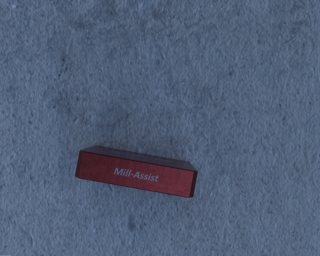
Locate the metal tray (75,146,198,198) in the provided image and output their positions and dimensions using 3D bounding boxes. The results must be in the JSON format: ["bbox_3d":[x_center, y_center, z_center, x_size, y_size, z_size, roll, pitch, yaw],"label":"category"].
[{"bbox_3d":[-0.026,0.050,0.377,0.131,0.090,0.030,10,90,-1],"label":"metal tray"}]
